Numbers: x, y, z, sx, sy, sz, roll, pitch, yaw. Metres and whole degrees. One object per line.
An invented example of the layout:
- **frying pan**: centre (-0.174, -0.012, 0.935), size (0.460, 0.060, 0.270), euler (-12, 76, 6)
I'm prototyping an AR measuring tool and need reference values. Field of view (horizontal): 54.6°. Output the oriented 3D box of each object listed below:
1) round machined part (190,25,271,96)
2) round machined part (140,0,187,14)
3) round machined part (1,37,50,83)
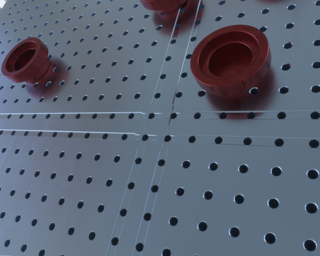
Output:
- **round machined part**: centre (0.092, -0.082, 0.400), size (0.098, 0.042, 0.098), euler (-13, 56, 21)
- **round machined part**: centre (0.012, -0.239, 0.539), size (0.098, 0.042, 0.098), euler (-13, 56, 21)
- **round machined part**: centre (-0.260, -0.129, 0.615), size (0.098, 0.042, 0.098), euler (-13, 56, 21)
